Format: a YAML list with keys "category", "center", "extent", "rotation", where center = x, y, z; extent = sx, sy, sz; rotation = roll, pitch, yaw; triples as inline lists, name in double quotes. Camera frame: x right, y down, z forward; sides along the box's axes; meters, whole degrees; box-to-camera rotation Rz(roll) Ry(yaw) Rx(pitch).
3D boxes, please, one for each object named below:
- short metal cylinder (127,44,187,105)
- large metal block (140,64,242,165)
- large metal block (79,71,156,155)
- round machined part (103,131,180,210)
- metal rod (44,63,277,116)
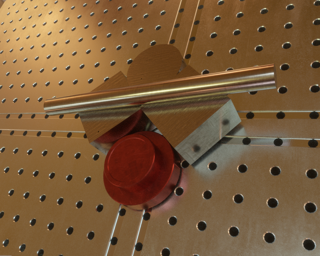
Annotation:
- category: "short metal cylinder"
  center: [0.002, -0.068, 0.428]
  extent: [0.080, 0.050, 0.080]
  rotation: [-13, 56, 21]
- category: "large metal block"
  center: [0.036, -0.017, 0.375]
  extent: [0.080, 0.050, 0.080]
  rotation: [-41, 51, 1]
- category: "large metal block"
  center: [-0.062, -0.019, 0.431]
  extent: [0.080, 0.050, 0.080]
  rotation: [-34, 53, 5]
- category: "round machined part"
  center: [-0.028, 0.046, 0.379]
  extent: [0.098, 0.042, 0.098]
  rotation: [-13, 56, 21]
- category: "metal rod"
  center: [-0.020, -0.040, 0.372]
  extent: [0.300, 0.025, 0.025]
  rotation: [-5, 60, 26]
